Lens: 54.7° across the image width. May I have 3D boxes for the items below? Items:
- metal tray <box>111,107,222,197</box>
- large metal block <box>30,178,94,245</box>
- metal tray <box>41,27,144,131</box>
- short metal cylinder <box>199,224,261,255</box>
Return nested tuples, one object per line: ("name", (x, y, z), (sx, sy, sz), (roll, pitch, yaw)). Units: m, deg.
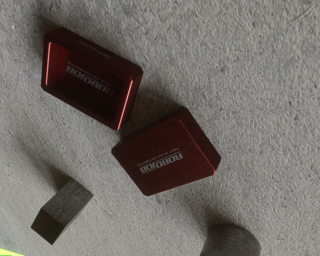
("metal tray", (0.005, 0.037, 0.424), (0.130, 0.030, 0.090), (-27, 104, 37))
("large metal block", (-0.175, 0.150, 0.556), (0.050, 0.080, 0.080), (39, 129, 1))
("metal tray", (-0.094, -0.065, 0.413), (0.130, 0.030, 0.089), (29, 128, 9))
("short metal cylinder", (0.102, 0.188, 0.453), (0.080, 0.050, 0.079), (13, 124, 21))
